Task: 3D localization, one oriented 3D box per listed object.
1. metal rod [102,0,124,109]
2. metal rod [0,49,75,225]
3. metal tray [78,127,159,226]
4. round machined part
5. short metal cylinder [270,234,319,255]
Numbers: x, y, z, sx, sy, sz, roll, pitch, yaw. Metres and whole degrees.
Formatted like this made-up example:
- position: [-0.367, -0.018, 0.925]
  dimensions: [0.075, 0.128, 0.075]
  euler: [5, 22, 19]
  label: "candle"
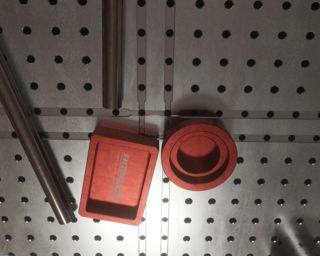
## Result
- position: [-0.053, -0.168, 0.350]
  dimensions: [0.025, 0.025, 0.298]
  euler: [3, 110, -2]
  label: "metal rod"
- position: [-0.179, 0.001, 0.411]
  dimensions: [0.025, 0.025, 0.298]
  euler: [-15, 110, 5]
  label: "metal rod"
- position: [-0.058, 0.070, 0.435]
  dimensions: [0.091, 0.030, 0.129]
  euler: [12, 110, -5]
  label: "metal tray"
- position: [0.051, 0.032, 0.417]
  dimensions: [0.099, 0.042, 0.097]
  euler: [0, 110, -1]
  label: "round machined part"
- position: [0.220, 0.215, 0.483]
  dimensions: [0.081, 0.050, 0.079]
  euler: [0, 110, -1]
  label: "short metal cylinder"
